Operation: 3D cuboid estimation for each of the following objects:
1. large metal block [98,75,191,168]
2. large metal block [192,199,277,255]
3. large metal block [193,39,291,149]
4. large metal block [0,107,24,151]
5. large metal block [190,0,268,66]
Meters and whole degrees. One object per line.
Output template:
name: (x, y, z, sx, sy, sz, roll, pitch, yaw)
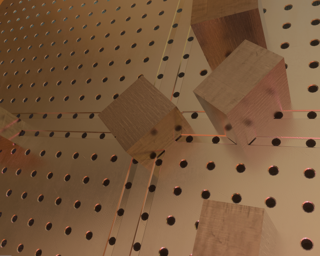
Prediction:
large metal block: (-0.022, -0.010, 0.408, 0.080, 0.050, 0.080, -42, 51, -1)
large metal block: (0.066, 0.115, 0.267, 0.050, 0.080, 0.080, 3, 63, 29)
large metal block: (0.094, -0.035, 0.345, 0.080, 0.080, 0.050, -45, 51, -3)
large metal block: (-0.298, 0.001, 0.525, 0.080, 0.080, 0.050, -17, 55, 18)
large metal block: (0.093, -0.133, 0.405, 0.080, 0.080, 0.050, -7, 59, 24)
